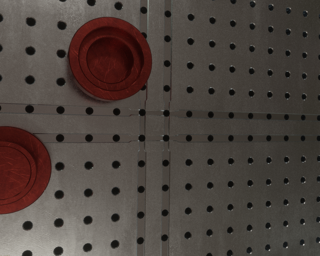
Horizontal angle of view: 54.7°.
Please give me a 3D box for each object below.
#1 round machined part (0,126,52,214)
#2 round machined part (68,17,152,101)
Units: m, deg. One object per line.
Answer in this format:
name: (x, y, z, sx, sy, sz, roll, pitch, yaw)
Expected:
round machined part: (-0.171, 0.047, 0.341, 0.099, 0.042, 0.097, 0, 90, -21)
round machined part: (-0.063, -0.081, 0.381, 0.099, 0.042, 0.097, 0, 90, -21)
